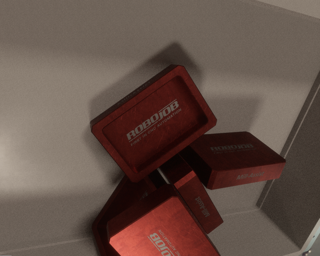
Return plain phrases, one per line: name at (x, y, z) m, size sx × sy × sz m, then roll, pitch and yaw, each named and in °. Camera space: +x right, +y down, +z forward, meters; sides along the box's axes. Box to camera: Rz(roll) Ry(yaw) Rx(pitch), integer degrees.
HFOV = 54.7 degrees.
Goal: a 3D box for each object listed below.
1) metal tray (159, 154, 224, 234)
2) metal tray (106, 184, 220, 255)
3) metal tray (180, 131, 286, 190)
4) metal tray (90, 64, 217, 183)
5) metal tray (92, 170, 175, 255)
metal tray at (0.036, 0.082, 0.438) m, size 0.030 × 0.090 × 0.130 m, roll -36°, pitch 130°, yaw -6°
metal tray at (0.009, 0.141, 0.372) m, size 0.090 × 0.030 × 0.130 m, roll -34°, pitch 113°, yaw -1°
metal tray at (0.103, 0.042, 0.451) m, size 0.131 × 0.090 × 0.030 m, roll -3°, pitch 120°, yaw -27°
metal tray at (-0.007, -0.006, 0.380) m, size 0.130 × 0.030 × 0.090 m, roll -36°, pitch 109°, yaw -5°
metal tray at (-0.038, 0.119, 0.420) m, size 0.030 × 0.090 × 0.129 m, roll 25°, pitch 105°, yaw -37°
